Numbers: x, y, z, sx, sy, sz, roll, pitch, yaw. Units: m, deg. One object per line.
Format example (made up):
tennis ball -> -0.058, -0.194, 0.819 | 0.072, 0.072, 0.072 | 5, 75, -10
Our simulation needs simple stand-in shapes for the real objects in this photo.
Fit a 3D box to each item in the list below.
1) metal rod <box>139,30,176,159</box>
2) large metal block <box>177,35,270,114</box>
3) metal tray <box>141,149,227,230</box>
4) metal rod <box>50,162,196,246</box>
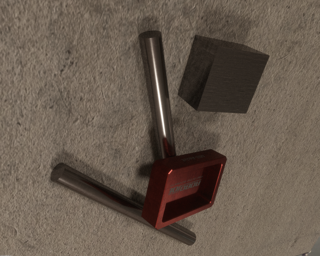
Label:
metal rod -> 0.007, 0.018, 0.423 | 0.025, 0.025, 0.298 | -21, 127, -17
large metal block -> 0.079, -0.066, 0.395 | 0.081, 0.050, 0.079 | 1, 118, -30
metal tray -> 0.038, 0.084, 0.447 | 0.131, 0.030, 0.089 | -6, 115, -45
metal rod -> -0.034, 0.127, 0.468 | 0.025, 0.025, 0.301 | -47, 130, 4
